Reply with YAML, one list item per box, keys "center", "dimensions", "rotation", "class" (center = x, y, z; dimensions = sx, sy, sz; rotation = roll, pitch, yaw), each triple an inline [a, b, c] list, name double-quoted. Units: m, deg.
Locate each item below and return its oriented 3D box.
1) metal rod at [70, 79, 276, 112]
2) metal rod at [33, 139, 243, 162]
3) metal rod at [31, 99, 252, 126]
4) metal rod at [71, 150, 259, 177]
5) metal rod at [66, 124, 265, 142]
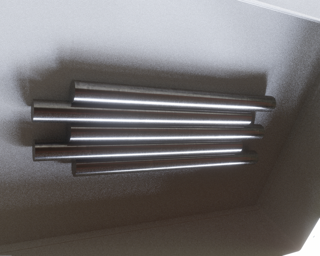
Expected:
- center: [0.038, -0.038, 0.406]
  dimensions: [0.303, 0.025, 0.025]
  rotation: [1, 118, -29]
  class: "metal rod"
- center: [-0.009, 0.026, 0.420]
  dimensions: [0.303, 0.025, 0.025]
  rotation: [1, 118, -29]
  class: "metal rod"
- center: [-0.001, -0.017, 0.397]
  dimensions: [0.303, 0.025, 0.025]
  rotation: [1, 118, -29]
  class: "metal rod"
- center: [0.026, 0.049, 0.453]
  dimensions: [0.303, 0.025, 0.025]
  rotation: [1, 118, -29]
  class: "metal rod"
- center: [0.028, 0.005, 0.427]
  dimensions: [0.303, 0.025, 0.025]
  rotation: [1, 118, -29]
  class: "metal rod"
